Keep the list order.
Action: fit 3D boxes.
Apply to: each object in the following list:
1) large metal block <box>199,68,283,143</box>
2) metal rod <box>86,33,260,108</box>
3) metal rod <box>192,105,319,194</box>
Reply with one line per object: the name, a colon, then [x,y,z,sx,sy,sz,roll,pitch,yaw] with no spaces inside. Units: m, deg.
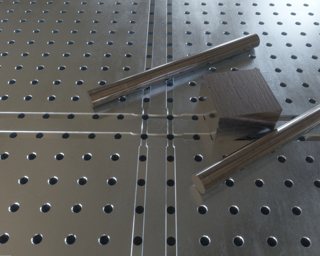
large metal block: [0.104,-0.032,0.418,0.081,0.050,0.080,-8,51,-7]
metal rod: [0.032,-0.096,0.488,0.302,0.025,0.025,-23,54,-18]
metal rod: [0.172,0.004,0.405,0.302,0.025,0.025,-25,55,-20]
